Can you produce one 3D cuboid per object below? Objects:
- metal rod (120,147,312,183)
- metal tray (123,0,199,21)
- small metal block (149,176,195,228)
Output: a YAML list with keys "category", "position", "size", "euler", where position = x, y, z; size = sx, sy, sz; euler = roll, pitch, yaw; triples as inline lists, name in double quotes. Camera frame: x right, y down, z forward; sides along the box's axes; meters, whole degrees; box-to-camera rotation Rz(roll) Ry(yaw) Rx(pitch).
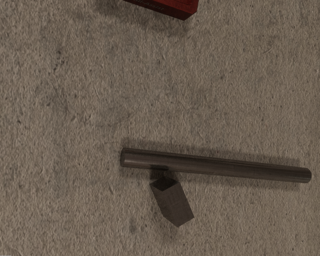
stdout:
- category: "metal rod"
  position: [0.093, 0.057, 0.445]
  size: [0.302, 0.025, 0.025]
  euler: [8, 87, -20]
- category: "metal tray"
  position: [-0.009, -0.205, 0.403]
  size: [0.131, 0.030, 0.089]
  euler: [11, 86, -20]
- category: "small metal block"
  position: [0.014, 0.094, 0.402]
  size: [0.025, 0.050, 0.050]
  euler: [-25, 99, -18]
